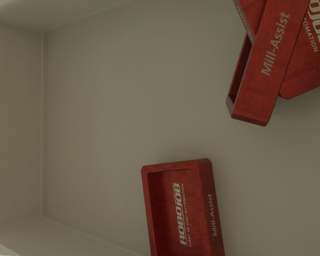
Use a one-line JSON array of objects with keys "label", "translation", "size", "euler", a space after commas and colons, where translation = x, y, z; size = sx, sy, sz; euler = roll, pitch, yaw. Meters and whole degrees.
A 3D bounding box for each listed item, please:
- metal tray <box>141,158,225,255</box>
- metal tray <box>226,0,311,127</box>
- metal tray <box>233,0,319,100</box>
[{"label": "metal tray", "translation": [0.026, 0.107, 0.382], "size": [0.090, 0.030, 0.129], "euler": [-12, 82, 39]}, {"label": "metal tray", "translation": [0.095, -0.074, 0.281], "size": [0.030, 0.090, 0.129], "euler": [15, 105, 5]}, {"label": "metal tray", "translation": [0.116, -0.100, 0.253], "size": [0.090, 0.030, 0.130], "euler": [-25, 100, 13]}]
